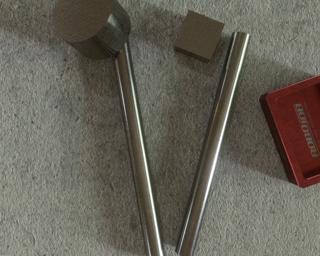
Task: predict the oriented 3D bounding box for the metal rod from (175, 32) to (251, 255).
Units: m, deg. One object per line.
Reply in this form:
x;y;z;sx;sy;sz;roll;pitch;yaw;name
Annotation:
0.070;0.021;0.410;0.025;0.025;0.298;15;90;0;metal rod

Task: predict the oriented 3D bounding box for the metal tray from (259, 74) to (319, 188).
0.198;0.003;0.408;0.090;0.030;0.129;-20;90;0;metal tray

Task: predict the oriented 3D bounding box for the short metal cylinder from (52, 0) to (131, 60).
-0.083;-0.132;0.383;0.080;0.050;0.080;-4;76;18;short metal cylinder

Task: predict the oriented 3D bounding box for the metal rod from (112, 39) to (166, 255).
-0.029;0.031;0.409;0.025;0.025;0.298;-10;90;0;metal rod

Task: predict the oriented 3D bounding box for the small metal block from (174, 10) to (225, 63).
0.051;-0.120;0.410;0.050;0.025;0.050;22;90;0;small metal block
